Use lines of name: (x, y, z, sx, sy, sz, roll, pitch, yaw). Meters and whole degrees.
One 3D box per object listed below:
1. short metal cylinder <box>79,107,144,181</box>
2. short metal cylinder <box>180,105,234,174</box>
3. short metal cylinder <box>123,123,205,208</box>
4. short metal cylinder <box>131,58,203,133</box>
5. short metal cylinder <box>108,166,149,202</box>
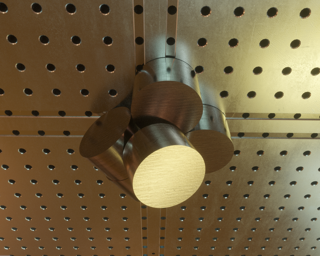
short metal cylinder: (-0.054, 0.019, 0.391, 0.080, 0.080, 0.050, -27, 125, 21)
short metal cylinder: (0.053, 0.016, 0.408, 0.081, 0.050, 0.079, 0, 130, 0)
short metal cylinder: (0.003, 0.041, 0.346, 0.081, 0.050, 0.079, -9, 119, -16)
short metal cylinder: (0.008, -0.035, 0.364, 0.081, 0.050, 0.079, 0, 130, 0)
short metal cylinder: (-0.027, 0.052, 0.419, 0.080, 0.080, 0.050, -27, 125, 20)
